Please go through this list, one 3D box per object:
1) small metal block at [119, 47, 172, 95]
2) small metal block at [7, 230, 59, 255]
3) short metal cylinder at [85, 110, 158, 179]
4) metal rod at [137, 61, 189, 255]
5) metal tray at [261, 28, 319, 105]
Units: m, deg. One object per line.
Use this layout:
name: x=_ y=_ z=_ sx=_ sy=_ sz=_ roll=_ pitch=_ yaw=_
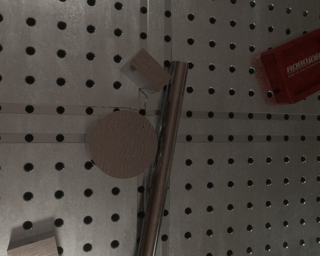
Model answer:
small metal block: x=-0.019 y=-0.070 z=0.393 sx=0.050 sy=0.050 sz=0.025 roll=43 pitch=77 yaw=-15
small metal block: x=-0.144 y=0.154 z=0.360 sx=0.050 sy=0.025 sz=0.050 roll=-12 pitch=94 yaw=-20
short metal cylinder: x=-0.049 y=0.019 z=0.382 sx=0.081 sy=0.050 sz=0.079 roll=0 pitch=90 yaw=-20
metal rod: x=0.002 y=0.059 z=0.414 sx=0.025 sy=0.025 sz=0.298 roll=11 pitch=86 yaw=-20
metal tray: x=0.235 y=-0.102 z=0.498 sx=0.131 sy=0.030 sz=0.090 roll=-26 pitch=99 yaw=-19
